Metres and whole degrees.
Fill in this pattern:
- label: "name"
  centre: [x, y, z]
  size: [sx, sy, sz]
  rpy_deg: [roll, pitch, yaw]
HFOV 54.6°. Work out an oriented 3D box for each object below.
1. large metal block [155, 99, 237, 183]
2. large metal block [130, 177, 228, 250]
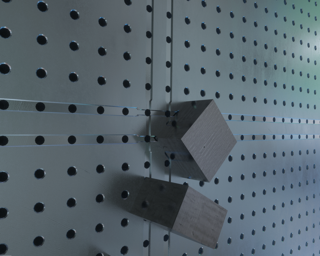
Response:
- label: "large metal block"
  centre: [0.053, 0.017, 0.436]
  size: [0.080, 0.050, 0.080]
  rpy_deg: [-49, 119, -29]
- label: "large metal block"
  centre: [0.024, 0.106, 0.392]
  size: [0.080, 0.080, 0.050]
  rpy_deg: [37, 68, -34]
